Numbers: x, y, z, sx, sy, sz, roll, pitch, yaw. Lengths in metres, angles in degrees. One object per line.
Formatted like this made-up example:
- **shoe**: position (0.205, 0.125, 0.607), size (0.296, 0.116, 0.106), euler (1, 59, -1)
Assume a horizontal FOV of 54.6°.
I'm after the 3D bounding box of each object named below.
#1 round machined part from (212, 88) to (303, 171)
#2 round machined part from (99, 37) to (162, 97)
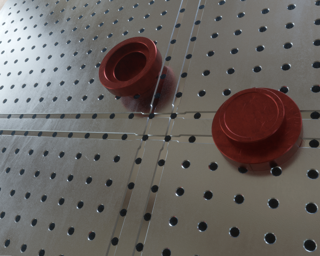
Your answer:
- **round machined part**: position (0.105, -0.005, 0.346), size (0.098, 0.042, 0.098), euler (-13, 56, 21)
- **round machined part**: position (-0.041, -0.088, 0.474), size (0.098, 0.042, 0.098), euler (-13, 56, 21)
